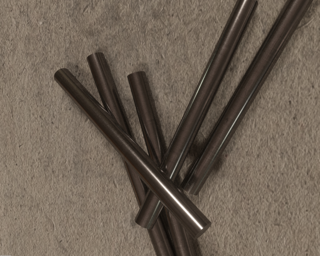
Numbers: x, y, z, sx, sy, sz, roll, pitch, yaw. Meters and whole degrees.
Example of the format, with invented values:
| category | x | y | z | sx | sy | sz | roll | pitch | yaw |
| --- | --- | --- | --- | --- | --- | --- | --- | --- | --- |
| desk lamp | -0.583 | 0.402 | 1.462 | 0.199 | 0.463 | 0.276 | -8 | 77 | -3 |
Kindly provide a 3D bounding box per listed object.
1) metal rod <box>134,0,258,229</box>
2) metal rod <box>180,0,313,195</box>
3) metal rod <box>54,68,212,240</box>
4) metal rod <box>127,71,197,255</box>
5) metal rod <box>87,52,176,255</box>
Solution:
| category | x | y | z | sx | sy | sz | roll | pitch | yaw |
| --- | --- | --- | --- | --- | --- | --- | --- | --- | --- |
| metal rod | 0.043 | -0.017 | 0.376 | 0.025 | 0.025 | 0.299 | 26 | 92 | 18 |
| metal rod | 0.108 | -0.051 | 0.370 | 0.025 | 0.025 | 0.299 | 31 | 100 | 17 |
| metal rod | -0.051 | 0.014 | 0.389 | 0.300 | 0.025 | 0.025 | 44 | 104 | 28 |
| metal rod | 0.008 | 0.071 | 0.405 | 0.025 | 0.025 | 0.298 | -18 | 84 | 19 |
| metal rod | -0.040 | 0.037 | 0.421 | 0.025 | 0.025 | 0.299 | -23 | 83 | 18 |
